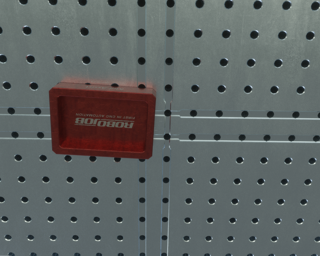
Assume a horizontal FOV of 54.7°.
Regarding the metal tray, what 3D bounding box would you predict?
[{"bbox_3d":[-0.073,-0.009,0.406,0.131,0.030,0.089,3,110,-2],"label":"metal tray"}]
